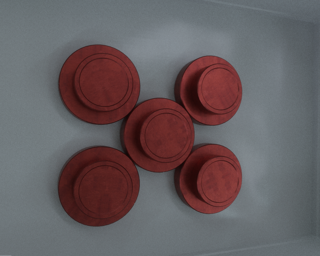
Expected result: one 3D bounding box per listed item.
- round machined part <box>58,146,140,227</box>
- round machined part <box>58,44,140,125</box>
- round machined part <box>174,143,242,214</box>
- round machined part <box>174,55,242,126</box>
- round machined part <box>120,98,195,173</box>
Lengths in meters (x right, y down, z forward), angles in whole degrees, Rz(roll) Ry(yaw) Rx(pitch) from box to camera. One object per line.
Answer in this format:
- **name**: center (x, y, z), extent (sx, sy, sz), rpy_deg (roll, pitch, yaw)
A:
- **round machined part**: center (-0.071, 0.071, 0.375), extent (0.099, 0.042, 0.097), rpy_deg (0, 90, -21)
- **round machined part**: center (-0.071, -0.053, 0.374), extent (0.099, 0.042, 0.097), rpy_deg (0, 90, -21)
- **round machined part**: center (0.073, 0.071, 0.429), extent (0.099, 0.042, 0.097), rpy_deg (0, 90, -21)
- **round machined part**: center (0.073, -0.052, 0.428), extent (0.099, 0.042, 0.097), rpy_deg (0, 90, -21)
- **round machined part**: center (0.001, 0.009, 0.401), extent (0.099, 0.042, 0.097), rpy_deg (0, 90, -21)
